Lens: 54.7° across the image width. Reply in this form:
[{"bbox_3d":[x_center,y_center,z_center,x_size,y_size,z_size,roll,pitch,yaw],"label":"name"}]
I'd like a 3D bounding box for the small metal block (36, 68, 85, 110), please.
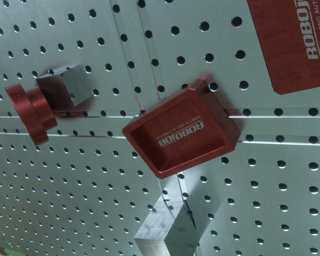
[{"bbox_3d":[-0.145,-0.056,0.453,0.050,0.025,0.050,-5,116,30],"label":"small metal block"}]

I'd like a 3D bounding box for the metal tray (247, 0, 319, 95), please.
[{"bbox_3d":[0.133,-0.101,0.275,0.090,0.030,0.129,-11,113,33],"label":"metal tray"}]

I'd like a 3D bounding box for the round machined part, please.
[{"bbox_3d":[-0.189,-0.024,0.466,0.098,0.042,0.097,47,154,32],"label":"round machined part"}]

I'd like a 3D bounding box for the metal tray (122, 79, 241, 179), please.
[{"bbox_3d":[0.024,0.007,0.399,0.130,0.030,0.090,-29,103,37],"label":"metal tray"}]

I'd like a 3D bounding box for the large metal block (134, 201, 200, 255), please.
[{"bbox_3d":[0.014,0.169,0.473,0.050,0.080,0.080,-7,115,31],"label":"large metal block"}]
